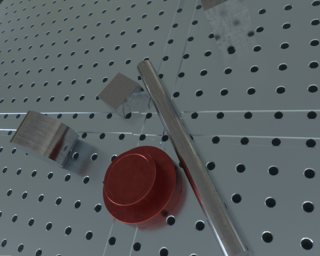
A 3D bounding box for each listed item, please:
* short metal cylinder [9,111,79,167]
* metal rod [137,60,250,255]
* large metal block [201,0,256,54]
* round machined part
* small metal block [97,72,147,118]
[{"bbox_3d":[-0.166,0.017,0.447,0.080,0.080,0.050,11,67,32],"label":"short metal cylinder"},{"bbox_3d":[0.025,0.014,0.385,0.025,0.025,0.300,-31,52,8],"label":"metal rod"},{"bbox_3d":[0.089,-0.166,0.427,0.050,0.080,0.080,-19,55,17],"label":"large metal block"},{"bbox_3d":[-0.027,0.065,0.371,0.098,0.042,0.098,-13,56,20],"label":"round machined part"},{"bbox_3d":[-0.057,-0.050,0.467,0.050,0.025,0.050,34,80,38],"label":"small metal block"}]
